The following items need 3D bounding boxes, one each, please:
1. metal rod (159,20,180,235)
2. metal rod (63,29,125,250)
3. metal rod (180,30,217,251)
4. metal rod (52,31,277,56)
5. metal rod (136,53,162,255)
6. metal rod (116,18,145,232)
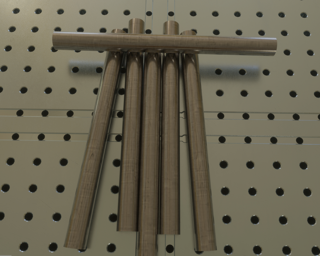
[{"bbox_3d":[0.014,-0.014,0.418,0.025,0.025,0.299,1,70,0],"label":"metal rod"},{"bbox_3d":[-0.080,0.000,0.410,0.025,0.025,0.299,7,70,2],"label":"metal rod"},{"bbox_3d":[0.048,0.002,0.412,0.025,0.025,0.299,-2,70,-1],"label":"metal rod"},{"bbox_3d":[0.006,-0.116,0.428,0.302,0.025,0.025,2,70,0],"label":"metal rod"},{"bbox_3d":[-0.013,0.035,0.399,0.025,0.025,0.299,1,70,0],"label":"metal rod"},{"bbox_3d":[-0.037,-0.018,0.418,0.025,0.025,0.299,1,70,0],"label":"metal rod"}]
